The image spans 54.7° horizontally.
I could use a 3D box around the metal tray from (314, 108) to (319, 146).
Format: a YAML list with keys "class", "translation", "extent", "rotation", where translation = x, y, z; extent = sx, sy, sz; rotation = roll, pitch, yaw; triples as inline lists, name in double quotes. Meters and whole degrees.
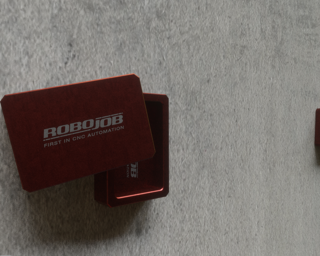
- class: "metal tray"
  translation: [0.427, 0.003, 0.765]
  extent: [0.131, 0.030, 0.089]
  rotation: [6, 86, -40]

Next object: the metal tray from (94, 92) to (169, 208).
- class: "metal tray"
  translation: [-0.032, 0.022, 0.375]
  extent: [0.091, 0.030, 0.129]
  rotation: [-1, 91, -40]

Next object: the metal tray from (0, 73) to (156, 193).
- class: "metal tray"
  translation: [-0.077, 0.001, 0.310]
  extent: [0.131, 0.030, 0.089]
  rotation: [-14, 96, -22]
